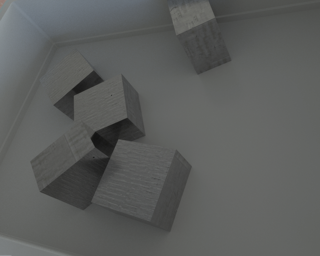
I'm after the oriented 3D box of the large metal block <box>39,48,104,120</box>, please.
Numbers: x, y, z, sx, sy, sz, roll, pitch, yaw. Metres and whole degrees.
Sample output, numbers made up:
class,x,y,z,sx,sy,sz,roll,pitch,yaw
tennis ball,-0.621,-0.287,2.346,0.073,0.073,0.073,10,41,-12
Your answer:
class,x,y,z,sx,sy,sz,roll,pitch,yaw
large metal block,-0.139,-0.072,0.507,0.080,0.050,0.080,-41,51,0

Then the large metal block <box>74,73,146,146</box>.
class,x,y,z,sx,sy,sz,roll,pitch,yaw
large metal block,-0.073,-0.018,0.439,0.080,0.050,0.080,-22,53,14

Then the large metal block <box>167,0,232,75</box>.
class,x,y,z,sx,sy,sz,roll,pitch,yaw
large metal block,0.054,-0.135,0.425,0.050,0.080,0.080,-21,54,16

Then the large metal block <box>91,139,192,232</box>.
class,x,y,z,sx,sy,sz,roll,pitch,yaw
large metal block,-0.019,0.065,0.360,0.080,0.050,0.080,8,66,31

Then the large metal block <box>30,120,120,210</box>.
class,x,y,z,sx,sy,sz,roll,pitch,yaw
large metal block,-0.098,0.050,0.392,0.080,0.080,0.050,-39,51,2
